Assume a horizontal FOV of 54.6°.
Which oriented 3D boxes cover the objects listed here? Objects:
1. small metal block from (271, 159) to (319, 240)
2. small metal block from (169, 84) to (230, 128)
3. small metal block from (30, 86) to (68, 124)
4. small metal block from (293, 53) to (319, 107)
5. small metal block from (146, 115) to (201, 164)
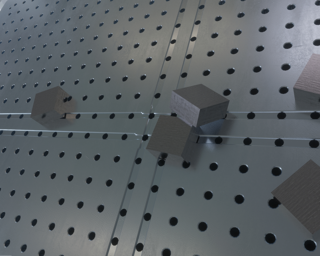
[{"bbox_3d":[0.144,0.067,0.292,0.050,0.025,0.050,-40,51,1],"label":"small metal block"},{"bbox_3d":[0.048,-0.029,0.385,0.050,0.025,0.050,-18,41,-34],"label":"small metal block"},{"bbox_3d":[-0.190,-0.039,0.534,0.050,0.025,0.050,-15,56,20],"label":"small metal block"},{"bbox_3d":[0.184,-0.051,0.343,0.050,0.025,0.050,24,75,36],"label":"small metal block"},{"bbox_3d":[0.018,0.013,0.392,0.050,0.025,0.050,9,66,32],"label":"small metal block"}]
